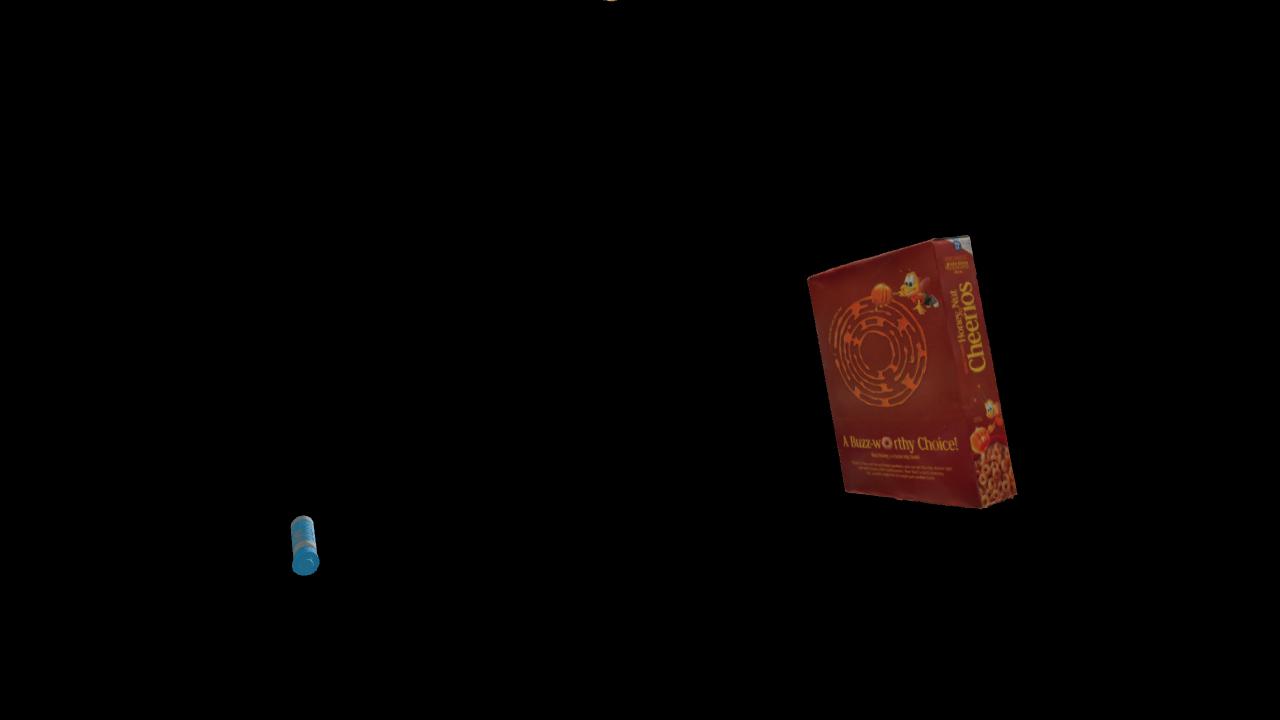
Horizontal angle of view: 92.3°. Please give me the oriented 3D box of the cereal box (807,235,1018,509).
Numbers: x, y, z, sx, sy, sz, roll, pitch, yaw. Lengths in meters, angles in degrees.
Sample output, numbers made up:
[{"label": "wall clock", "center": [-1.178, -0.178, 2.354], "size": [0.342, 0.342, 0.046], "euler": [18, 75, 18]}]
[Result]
[{"label": "cereal box", "center": [0.328, 0.018, 0.768], "size": [0.081, 0.306, 0.203], "euler": [-8, -2, -28]}]

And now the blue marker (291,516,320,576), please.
[{"label": "blue marker", "center": [-0.285, 0.156, 0.521], "size": [0.020, 0.020, 0.121], "euler": [0, 2, -30]}]
